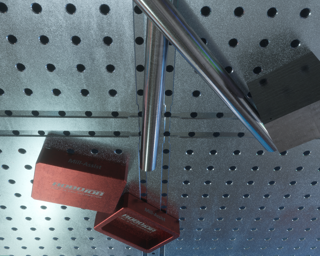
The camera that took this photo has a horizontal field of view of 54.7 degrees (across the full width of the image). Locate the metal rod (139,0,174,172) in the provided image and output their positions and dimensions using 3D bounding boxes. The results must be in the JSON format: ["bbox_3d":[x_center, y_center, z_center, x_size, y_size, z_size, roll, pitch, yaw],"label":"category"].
[{"bbox_3d":[-0.006,-0.058,0.361,0.025,0.025,0.298,3,130,-3],"label":"metal rod"}]

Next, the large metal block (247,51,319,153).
[{"bbox_3d":[0.155,-0.030,0.353,0.080,0.080,0.050,-26,126,20],"label":"large metal block"}]

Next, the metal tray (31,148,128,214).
[{"bbox_3d":[-0.124,0.084,0.479,0.131,0.030,0.089,15,129,-13],"label":"metal tray"}]

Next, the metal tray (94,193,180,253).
[{"bbox_3d":[-0.039,0.174,0.556,0.130,0.030,0.090,36,121,-27],"label":"metal tray"}]

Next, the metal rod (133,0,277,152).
[{"bbox_3d":[0.065,-0.055,0.345,0.025,0.025,0.301,-32,130,24],"label":"metal rod"}]
